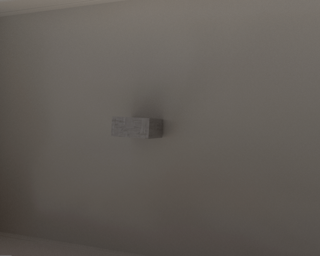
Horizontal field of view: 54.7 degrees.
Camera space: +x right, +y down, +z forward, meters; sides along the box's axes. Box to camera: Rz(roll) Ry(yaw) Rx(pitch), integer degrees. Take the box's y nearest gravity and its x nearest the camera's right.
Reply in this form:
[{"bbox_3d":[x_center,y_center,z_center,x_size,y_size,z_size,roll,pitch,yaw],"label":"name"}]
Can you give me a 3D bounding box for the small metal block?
[{"bbox_3d":[-0.028,-0.001,0.403,0.050,0.050,0.025,3,91,19],"label":"small metal block"}]
